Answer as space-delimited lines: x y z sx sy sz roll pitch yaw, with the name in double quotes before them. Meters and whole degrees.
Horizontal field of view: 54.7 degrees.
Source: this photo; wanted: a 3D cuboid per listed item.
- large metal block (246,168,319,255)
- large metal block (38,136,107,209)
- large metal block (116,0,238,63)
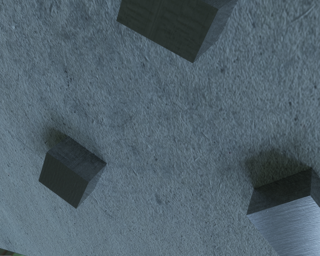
"large metal block" 0.165 0.105 0.369 0.080 0.050 0.080 -33 100 38
"large metal block" -0.146 0.074 0.513 0.080 0.050 0.079 35 129 5
"large metal block" 0.020 -0.113 0.291 0.080 0.080 0.050 31 128 8
